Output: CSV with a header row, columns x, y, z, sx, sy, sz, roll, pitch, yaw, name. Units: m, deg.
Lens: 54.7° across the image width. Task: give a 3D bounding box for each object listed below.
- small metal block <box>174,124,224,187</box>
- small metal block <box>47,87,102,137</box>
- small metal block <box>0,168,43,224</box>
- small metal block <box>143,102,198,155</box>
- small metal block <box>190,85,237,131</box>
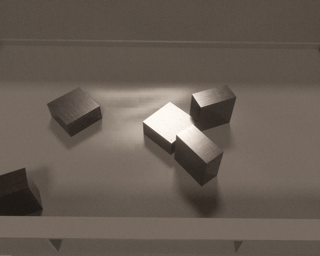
x,y,z,sx,sy,sz,roll,pitch,yaw,name
0.044,0.032,0.362,0.025,0.050,0.050,-31,57,-24,small metal block
-0.116,-0.023,0.423,0.050,0.025,0.050,-35,59,-26,small metal block
-0.158,0.073,0.325,0.050,0.050,0.025,-18,53,-15,small metal block
0.014,0.000,0.406,0.050,0.025,0.050,37,59,26,small metal block
0.069,-0.025,0.411,0.050,0.050,0.025,-17,52,-14,small metal block
